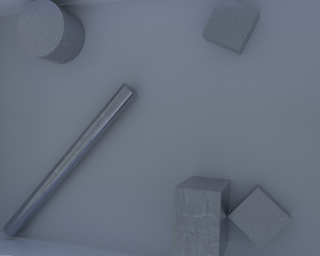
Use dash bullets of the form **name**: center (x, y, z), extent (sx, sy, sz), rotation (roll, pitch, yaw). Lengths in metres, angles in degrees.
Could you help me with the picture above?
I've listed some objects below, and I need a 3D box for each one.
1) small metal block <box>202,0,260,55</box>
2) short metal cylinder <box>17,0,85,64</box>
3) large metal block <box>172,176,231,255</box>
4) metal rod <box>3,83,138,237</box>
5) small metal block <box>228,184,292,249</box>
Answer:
- **small metal block**: center (0.087, -0.125, 0.380), extent (0.050, 0.025, 0.050), rotation (28, 99, 17)
- **short metal cylinder**: center (-0.158, -0.138, 0.451), extent (0.080, 0.050, 0.079), rotation (0, 90, 19)
- **large metal block**: center (0.051, 0.104, 0.363), extent (0.050, 0.080, 0.079), rotation (2, 91, 20)
- **metal rod**: center (-0.138, 0.055, 0.457), extent (0.025, 0.025, 0.299), rotation (46, 104, 14)
- **small metal block**: center (0.118, 0.104, 0.369), extent (0.050, 0.025, 0.050), rotation (45, 103, 14)
